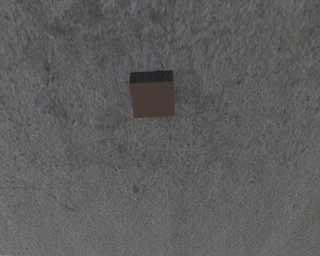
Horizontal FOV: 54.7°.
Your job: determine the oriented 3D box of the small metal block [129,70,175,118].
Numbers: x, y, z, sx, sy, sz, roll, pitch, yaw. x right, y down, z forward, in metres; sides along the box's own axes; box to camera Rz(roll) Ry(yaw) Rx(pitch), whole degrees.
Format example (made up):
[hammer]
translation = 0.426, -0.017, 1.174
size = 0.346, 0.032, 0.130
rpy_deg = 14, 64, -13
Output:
[small metal block]
translation = -0.008, -0.040, 0.373
size = 0.050, 0.025, 0.050
rpy_deg = -3, 130, 2
